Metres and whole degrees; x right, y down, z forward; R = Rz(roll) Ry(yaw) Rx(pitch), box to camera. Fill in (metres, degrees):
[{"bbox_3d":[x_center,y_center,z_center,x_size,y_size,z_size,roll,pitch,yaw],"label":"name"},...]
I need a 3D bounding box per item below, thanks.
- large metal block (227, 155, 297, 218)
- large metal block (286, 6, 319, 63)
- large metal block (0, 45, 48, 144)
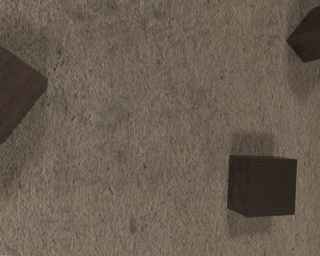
[{"bbox_3d":[0.149,0.082,0.453,0.081,0.050,0.079,3,89,-20],"label":"large metal block"},{"bbox_3d":[0.260,-0.153,0.478,0.050,0.080,0.080,45,76,-15],"label":"large metal block"},{"bbox_3d":[-0.163,-0.030,0.320,0.050,0.080,0.080,37,78,-17],"label":"large metal block"}]
